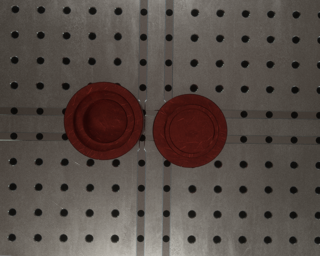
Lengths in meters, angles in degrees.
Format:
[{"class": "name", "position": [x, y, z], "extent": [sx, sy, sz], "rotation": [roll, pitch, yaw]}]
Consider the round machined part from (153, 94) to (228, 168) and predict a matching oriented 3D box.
[{"class": "round machined part", "position": [0.040, 0.004, 0.405], "extent": [0.099, 0.042, 0.097], "rotation": [0, 90, -1]}]

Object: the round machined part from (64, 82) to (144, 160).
[{"class": "round machined part", "position": [-0.070, -0.009, 0.404], "extent": [0.099, 0.042, 0.097], "rotation": [0, 90, -1]}]
